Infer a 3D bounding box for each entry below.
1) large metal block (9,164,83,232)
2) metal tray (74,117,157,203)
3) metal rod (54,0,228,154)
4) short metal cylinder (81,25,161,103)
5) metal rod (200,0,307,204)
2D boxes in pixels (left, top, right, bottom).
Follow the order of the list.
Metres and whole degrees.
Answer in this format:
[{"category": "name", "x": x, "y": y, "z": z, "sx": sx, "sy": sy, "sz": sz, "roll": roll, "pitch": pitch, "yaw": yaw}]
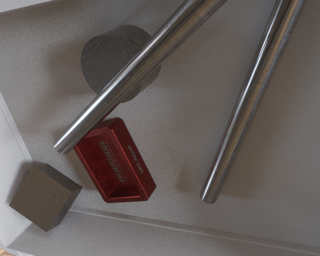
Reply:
[{"category": "large metal block", "x": -0.198, "y": 0.120, "z": 0.544, "sx": 0.080, "sy": 0.050, "sz": 0.080, "roll": 32, "pitch": 91, "yaw": 7}, {"category": "metal tray", "x": -0.072, "y": 0.054, "z": 0.474, "sx": 0.090, "sy": 0.030, "sz": 0.129, "roll": -12, "pitch": 112, "yaw": 33}, {"category": "metal rod", "x": -0.041, "y": -0.046, "z": 0.335, "sx": 0.025, "sy": 0.025, "sz": 0.299, "roll": 48, "pitch": 128, "yaw": -6}, {"category": "short metal cylinder", "x": -0.045, "y": -0.076, "z": 0.368, "sx": 0.080, "sy": 0.050, "sz": 0.079, "roll": 13, "pitch": 124, "yaw": 20}, {"category": "metal rod", "x": 0.095, "y": -0.022, "z": 0.344, "sx": 0.025, "sy": 0.025, "sz": 0.298, "roll": 23, "pitch": 127, "yaw": 13}]
